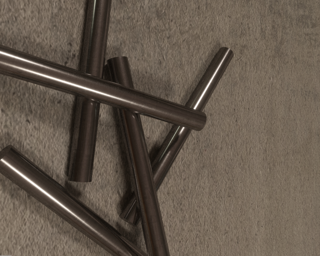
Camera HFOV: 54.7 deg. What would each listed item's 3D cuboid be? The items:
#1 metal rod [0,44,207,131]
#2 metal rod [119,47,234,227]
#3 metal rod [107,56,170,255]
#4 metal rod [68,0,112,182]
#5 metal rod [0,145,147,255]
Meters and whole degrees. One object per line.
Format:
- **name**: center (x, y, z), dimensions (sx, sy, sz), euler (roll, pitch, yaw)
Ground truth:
- **metal rod**: center (-0.076, -0.043, 0.311), dimensions (0.302, 0.025, 0.025), euler (15, 80, -30)
- **metal rod**: center (0.034, -0.003, 0.435), dimensions (0.025, 0.025, 0.300), euler (47, 62, -30)
- **metal rod**: center (-0.019, 0.065, 0.362), dimensions (0.025, 0.025, 0.298), euler (-11, 89, -40)
- **metal rod**: center (-0.072, -0.091, 0.345), dimensions (0.025, 0.025, 0.298), euler (9, 84, -40)
- **metal rod**: center (-0.061, 0.125, 0.355), dimensions (0.300, 0.025, 0.025), euler (50, 61, -29)
